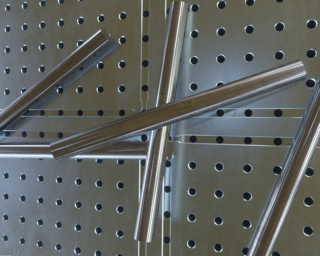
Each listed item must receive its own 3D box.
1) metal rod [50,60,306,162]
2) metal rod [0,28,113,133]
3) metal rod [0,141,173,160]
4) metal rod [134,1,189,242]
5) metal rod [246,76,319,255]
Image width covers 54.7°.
[{"bbox_3d":[0.019,-0.019,0.362,0.301,0.025,0.025,-18,84,2],"label":"metal rod"},{"bbox_3d":[-0.195,-0.051,0.479,0.300,0.025,0.025,-34,80,16],"label":"metal rod"},{"bbox_3d":[-0.129,0.033,0.456,0.301,0.025,0.025,-1,90,19],"label":"metal rod"},{"bbox_3d":[0.003,-0.012,0.389,0.025,0.025,0.298,7,84,19],"label":"metal rod"},{"bbox_3d":[0.153,0.055,0.358,0.025,0.025,0.298,22,97,18],"label":"metal rod"}]
